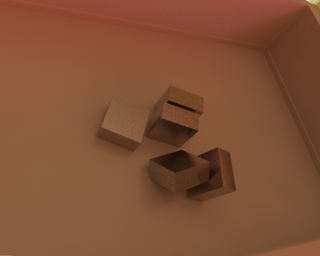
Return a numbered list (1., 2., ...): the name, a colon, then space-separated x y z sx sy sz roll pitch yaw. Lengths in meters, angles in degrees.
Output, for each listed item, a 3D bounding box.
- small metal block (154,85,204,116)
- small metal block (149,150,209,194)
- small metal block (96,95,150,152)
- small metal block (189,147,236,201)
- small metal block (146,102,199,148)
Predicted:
1. small metal block: 0.024 -0.026 0.418 0.050 0.050 0.025 18 55 -18
2. small metal block: 0.023 0.050 0.368 0.050 0.050 0.025 -13 110 -34
3. small metal block: -0.045 -0.005 0.384 0.050 0.025 0.050 23 53 -14
4. small metal block: 0.062 0.058 0.384 0.025 0.050 0.050 24 50 -37
5. small metal block: 0.016 -0.003 0.399 0.050 0.050 0.025 18 55 -18
